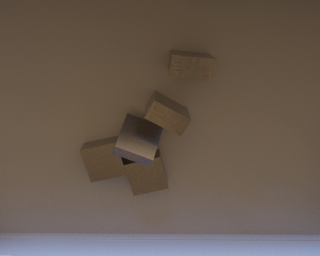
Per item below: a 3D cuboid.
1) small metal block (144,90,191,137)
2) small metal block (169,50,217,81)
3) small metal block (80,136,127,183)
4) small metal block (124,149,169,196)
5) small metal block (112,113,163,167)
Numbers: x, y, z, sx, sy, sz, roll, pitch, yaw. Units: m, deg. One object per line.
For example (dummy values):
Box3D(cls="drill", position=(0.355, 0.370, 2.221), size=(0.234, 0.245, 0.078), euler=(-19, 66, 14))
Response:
Box3D(cls="small metal block", position=(0.009, -0.019, 0.391), size=(0.050, 0.050, 0.025), euler=(28, 108, -10))
Box3D(cls="small metal block", position=(0.037, -0.076, 0.371), size=(0.050, 0.050, 0.025), euler=(5, 110, -2))
Box3D(cls="small metal block", position=(-0.076, 0.043, 0.426), size=(0.050, 0.025, 0.050), euler=(-12, 110, 4))
Box3D(cls="small metal block", position=(-0.019, 0.063, 0.434), size=(0.050, 0.025, 0.050), euler=(-13, 110, 4))
Box3D(cls="small metal block", position=(-0.029, 0.015, 0.401), size=(0.050, 0.050, 0.025), euler=(21, 150, -8))
